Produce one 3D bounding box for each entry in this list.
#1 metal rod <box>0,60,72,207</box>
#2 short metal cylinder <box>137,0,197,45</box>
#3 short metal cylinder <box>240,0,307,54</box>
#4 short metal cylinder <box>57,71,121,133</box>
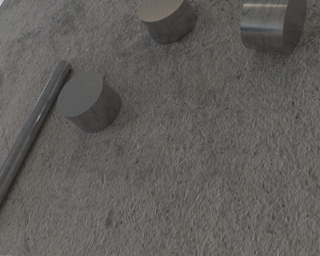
[{"bbox_3d":[-0.218,0.014,0.509,0.025,0.025,0.300,5,64,30],"label":"metal rod"},{"bbox_3d":[0.012,-0.181,0.493,0.080,0.050,0.080,-13,56,21],"label":"short metal cylinder"},{"bbox_3d":[0.140,-0.134,0.378,0.050,0.080,0.080,18,71,35],"label":"short metal cylinder"},{"bbox_3d":[-0.106,-0.039,0.468,0.080,0.050,0.080,-13,56,21],"label":"short metal cylinder"}]
